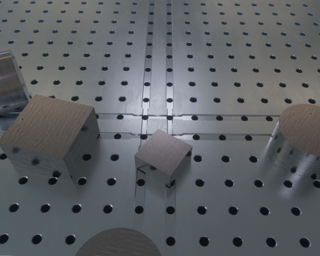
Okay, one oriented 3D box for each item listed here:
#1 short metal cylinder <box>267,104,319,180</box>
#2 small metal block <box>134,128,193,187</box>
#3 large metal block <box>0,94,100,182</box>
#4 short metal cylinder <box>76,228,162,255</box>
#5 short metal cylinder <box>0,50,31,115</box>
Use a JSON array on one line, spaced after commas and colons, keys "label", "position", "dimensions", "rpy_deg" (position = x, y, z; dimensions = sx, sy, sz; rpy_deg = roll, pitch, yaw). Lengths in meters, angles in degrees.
[{"label": "short metal cylinder", "position": [0.179, 0.016, 0.379], "dimensions": [0.081, 0.050, 0.080], "rpy_deg": [0, 50, 0]}, {"label": "small metal block", "position": [0.005, 0.035, 0.378], "dimensions": [0.050, 0.025, 0.050], "rpy_deg": [27, 55, 21]}, {"label": "large metal block", "position": [-0.131, 0.011, 0.381], "dimensions": [0.080, 0.050, 0.080], "rpy_deg": [13, 51, 10]}, {"label": "short metal cylinder", "position": [-0.036, 0.137, 0.276], "dimensions": [0.081, 0.050, 0.080], "rpy_deg": [0, 50, 0]}, {"label": "short metal cylinder", "position": [-0.214, -0.060, 0.421], "dimensions": [0.050, 0.080, 0.080], "rpy_deg": [-20, 53, -16]}]
